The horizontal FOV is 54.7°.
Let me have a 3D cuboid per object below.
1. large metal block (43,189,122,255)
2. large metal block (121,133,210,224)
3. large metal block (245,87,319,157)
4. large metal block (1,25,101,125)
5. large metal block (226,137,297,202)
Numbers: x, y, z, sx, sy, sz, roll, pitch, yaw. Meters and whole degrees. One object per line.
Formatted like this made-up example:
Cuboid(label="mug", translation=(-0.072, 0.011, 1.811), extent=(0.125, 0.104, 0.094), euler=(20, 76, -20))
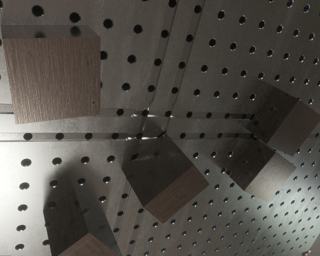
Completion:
Cuboid(label="large metal block", translation=(-0.102, 0.141, 0.409), extent=(0.050, 0.080, 0.080), euler=(-37, 130, -4))
Cuboid(label="large metal block", translation=(0.006, 0.066, 0.421), extent=(0.080, 0.080, 0.050), euler=(-40, 130, -2))
Cuboid(label="large metal block", translation=(0.201, -0.009, 0.503), extent=(0.080, 0.050, 0.080), euler=(22, 106, -37))
Cuboid(label="large metal block", translation=(-0.105, -0.055, 0.304), extent=(0.081, 0.050, 0.079), euler=(-9, 122, -24))
Cuboid(label="large metal block", translation=(0.177, 0.074, 0.541), extent=(0.080, 0.050, 0.080), euler=(28, 103, -38))
